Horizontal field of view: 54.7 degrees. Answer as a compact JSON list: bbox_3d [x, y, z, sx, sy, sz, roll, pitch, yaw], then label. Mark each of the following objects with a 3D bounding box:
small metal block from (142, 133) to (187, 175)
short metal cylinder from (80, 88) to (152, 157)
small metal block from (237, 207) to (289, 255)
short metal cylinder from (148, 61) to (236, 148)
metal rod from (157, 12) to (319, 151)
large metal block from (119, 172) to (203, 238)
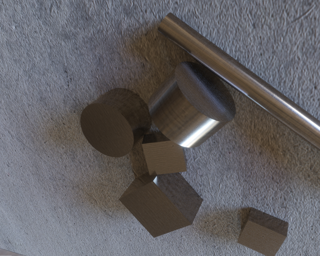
[{"bbox_3d":[0.007,0.033,0.414,0.050,0.025,0.050,-8,117,9],"label":"small metal block"},{"bbox_3d":[-0.058,-0.008,0.417,0.080,0.050,0.079,13,124,21],"label":"short metal cylinder"},{"bbox_3d":[0.139,0.143,0.422,0.050,0.025,0.050,21,126,15],"label":"small metal block"},{"bbox_3d":[0.035,-0.025,0.337,0.080,0.080,0.050,43,129,-2],"label":"short metal cylinder"},{"bbox_3d":[0.125,-0.023,0.326,0.300,0.025,0.025,37,129,3],"label":"metal rod"},{"bbox_3d":[0.001,0.105,0.455,0.080,0.050,0.080,-35,99,38],"label":"large metal block"}]
